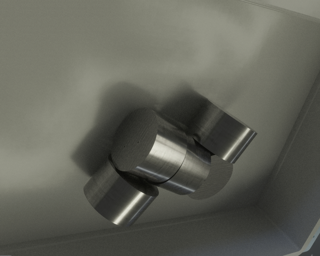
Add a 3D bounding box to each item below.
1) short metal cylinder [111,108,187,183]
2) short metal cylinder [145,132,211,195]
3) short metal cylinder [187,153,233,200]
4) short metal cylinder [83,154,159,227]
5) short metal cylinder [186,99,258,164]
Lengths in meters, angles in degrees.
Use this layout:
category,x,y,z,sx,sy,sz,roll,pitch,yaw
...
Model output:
category,x,y,z,sx,sy,sz,roll,pitch,yaw
short metal cylinder,-0.014,0.022,0.378,0.050,0.080,0.080,29,102,-38
short metal cylinder,0.020,0.043,0.411,0.050,0.080,0.080,30,101,-38
short metal cylinder,0.061,0.060,0.462,0.081,0.050,0.079,-14,125,-21
short metal cylinder,-0.048,0.077,0.394,0.080,0.080,0.050,33,100,-39
short metal cylinder,0.084,0.004,0.421,0.080,0.080,0.050,26,104,-37
